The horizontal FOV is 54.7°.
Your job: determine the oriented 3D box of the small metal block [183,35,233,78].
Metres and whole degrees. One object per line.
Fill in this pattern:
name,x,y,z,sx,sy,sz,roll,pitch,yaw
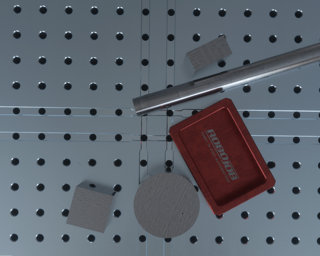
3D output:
small metal block,0.060,-0.091,0.401,0.050,0.050,0.025,-26,90,0

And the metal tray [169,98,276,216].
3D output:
metal tray,0.080,0.037,0.411,0.090,0.030,0.130,-29,90,0

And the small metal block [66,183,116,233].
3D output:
small metal block,-0.091,0.106,0.413,0.050,0.025,0.050,15,90,0

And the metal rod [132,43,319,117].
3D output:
metal rod,0.111,-0.071,0.413,0.302,0.025,0.025,-17,90,0

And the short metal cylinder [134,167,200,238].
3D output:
short metal cylinder,0.008,0.094,0.401,0.081,0.050,0.080,0,90,0
